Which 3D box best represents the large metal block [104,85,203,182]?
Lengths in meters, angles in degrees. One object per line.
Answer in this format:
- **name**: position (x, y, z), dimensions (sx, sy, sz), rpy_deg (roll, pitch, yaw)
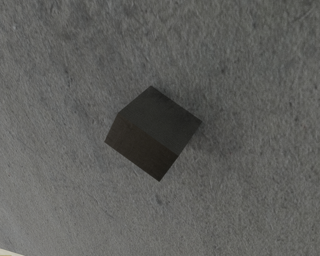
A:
- **large metal block**: position (-0.006, 0.004, 0.378), dimensions (0.080, 0.080, 0.050), rpy_deg (36, 129, 4)
